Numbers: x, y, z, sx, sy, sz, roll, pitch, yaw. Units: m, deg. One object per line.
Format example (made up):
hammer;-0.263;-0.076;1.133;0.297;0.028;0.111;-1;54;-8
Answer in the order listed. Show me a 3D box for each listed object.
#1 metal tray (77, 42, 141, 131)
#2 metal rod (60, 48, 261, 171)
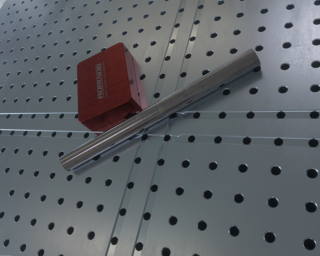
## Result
metal tray;-0.085;-0.068;0.491;0.090;0.030;0.130;-23;53;14
metal rod;-0.006;-0.020;0.423;0.300;0.025;0.025;-29;52;9
